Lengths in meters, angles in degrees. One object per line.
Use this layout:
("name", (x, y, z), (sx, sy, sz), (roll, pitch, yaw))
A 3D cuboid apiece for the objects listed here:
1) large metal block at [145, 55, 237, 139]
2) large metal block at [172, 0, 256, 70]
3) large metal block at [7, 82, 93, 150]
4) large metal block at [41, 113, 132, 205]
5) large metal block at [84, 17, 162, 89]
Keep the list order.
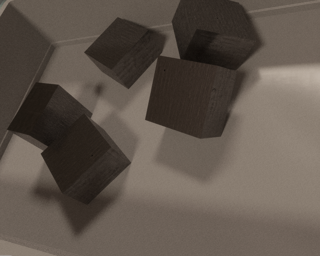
("large metal block", (0.036, -0.038, 0.371), (0.080, 0.050, 0.079), (19, 103, 35))
("large metal block", (0.067, -0.128, 0.406), (0.081, 0.050, 0.080), (5, 53, -19))
("large metal block", (-0.159, -0.010, 0.458), (0.050, 0.080, 0.080), (10, 67, 32))
("large metal block", (-0.100, 0.041, 0.415), (0.080, 0.050, 0.080), (-44, 51, -3))
("large metal block", (-0.059, -0.120, 0.492), (0.080, 0.050, 0.080), (-49, 52, -7))
